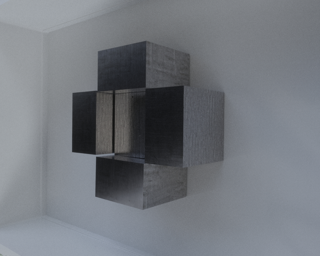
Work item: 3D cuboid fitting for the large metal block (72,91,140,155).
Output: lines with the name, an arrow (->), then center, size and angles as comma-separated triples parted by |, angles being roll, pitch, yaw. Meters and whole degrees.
large metal block -> -0.072, -0.007, 0.430 | 0.050, 0.081, 0.080 | 1, 91, 40

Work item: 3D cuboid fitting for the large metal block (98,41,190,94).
large metal block -> -0.020, -0.069, 0.385 | 0.080, 0.081, 0.050 | 1, 91, 40

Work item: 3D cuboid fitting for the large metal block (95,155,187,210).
large metal block -> -0.023, 0.061, 0.388 | 0.080, 0.081, 0.050 | 3, 92, 40

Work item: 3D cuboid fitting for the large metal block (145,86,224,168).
large metal block -> 0.029, -0.002, 0.346 | 0.050, 0.081, 0.080 | 1, 91, 40

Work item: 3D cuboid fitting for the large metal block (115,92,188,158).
large metal block -> -0.012, -0.004, 0.397 | 0.080, 0.050, 0.080 | 1, 91, 40
